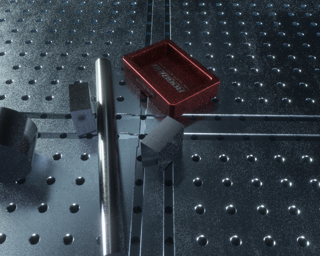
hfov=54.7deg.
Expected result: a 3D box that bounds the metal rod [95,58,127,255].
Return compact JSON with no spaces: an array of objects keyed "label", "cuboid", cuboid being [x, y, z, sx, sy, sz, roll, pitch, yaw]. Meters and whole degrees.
[{"label":"metal rod","cuboid":[-0.067,0.012,0.396,0.025,0.025,0.300,-7,50,-6]}]

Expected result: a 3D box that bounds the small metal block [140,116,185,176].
[{"label":"small metal block","cuboid":[0.003,0.022,0.373,0.025,0.050,0.050,31,56,23]}]

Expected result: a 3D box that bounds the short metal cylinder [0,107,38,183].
[{"label":"short metal cylinder","cuboid":[-0.185,0.021,0.352,0.081,0.080,0.050,-5,50,-4]}]

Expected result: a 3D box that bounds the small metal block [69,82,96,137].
[{"label":"small metal block","cuboid":[-0.102,-0.024,0.411,0.025,0.050,0.050,-10,51,-8]}]

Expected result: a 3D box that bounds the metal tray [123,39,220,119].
[{"label":"metal tray","cuboid":[0.015,-0.080,0.471,0.091,0.030,0.130,-29,56,-22]}]
